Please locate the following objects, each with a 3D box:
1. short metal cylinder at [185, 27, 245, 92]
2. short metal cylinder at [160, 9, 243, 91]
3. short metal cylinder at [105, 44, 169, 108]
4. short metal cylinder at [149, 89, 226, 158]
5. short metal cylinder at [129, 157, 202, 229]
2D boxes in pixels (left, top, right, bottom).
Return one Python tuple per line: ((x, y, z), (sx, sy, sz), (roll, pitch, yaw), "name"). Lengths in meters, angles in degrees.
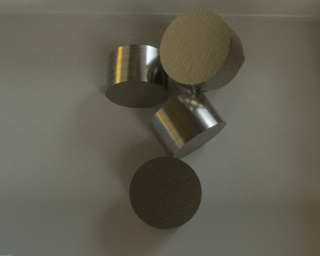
((0.065, -0.090, 0.414), (0.080, 0.080, 0.050), (-27, 73, -10), "short metal cylinder")
((0.047, -0.085, 0.349), (0.080, 0.050, 0.080), (-1, 88, 29), "short metal cylinder")
((-0.029, -0.065, 0.404), (0.081, 0.080, 0.050), (0, 70, 0), "short metal cylinder")
((0.033, -0.003, 0.382), (0.080, 0.080, 0.050), (-31, 73, -11), "short metal cylinder")
((0.006, 0.079, 0.368), (0.081, 0.050, 0.080), (0, 70, 0), "short metal cylinder")
